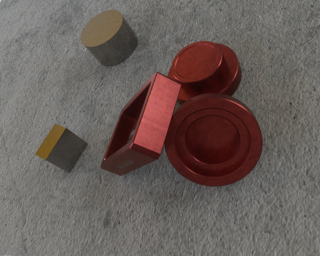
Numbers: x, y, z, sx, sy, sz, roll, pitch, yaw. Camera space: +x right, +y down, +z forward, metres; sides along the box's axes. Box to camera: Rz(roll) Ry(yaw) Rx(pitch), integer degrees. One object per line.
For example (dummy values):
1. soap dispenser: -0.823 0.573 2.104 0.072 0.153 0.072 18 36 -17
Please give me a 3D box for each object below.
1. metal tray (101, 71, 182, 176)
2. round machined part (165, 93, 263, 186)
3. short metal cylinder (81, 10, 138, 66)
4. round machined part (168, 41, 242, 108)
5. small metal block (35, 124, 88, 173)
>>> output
1. metal tray: -0.027 0.001 0.362 0.129 0.030 0.090 -34 35 61
2. round machined part: 0.057 0.010 0.334 0.098 0.098 0.042 -19 14 16
3. short metal cylinder: -0.085 -0.152 0.524 0.080 0.050 0.080 -13 56 20
4. round machined part: 0.054 -0.076 0.410 0.098 0.042 0.098 -13 56 20
5. small metal block: -0.139 0.030 0.440 0.025 0.050 0.050 17 71 34
